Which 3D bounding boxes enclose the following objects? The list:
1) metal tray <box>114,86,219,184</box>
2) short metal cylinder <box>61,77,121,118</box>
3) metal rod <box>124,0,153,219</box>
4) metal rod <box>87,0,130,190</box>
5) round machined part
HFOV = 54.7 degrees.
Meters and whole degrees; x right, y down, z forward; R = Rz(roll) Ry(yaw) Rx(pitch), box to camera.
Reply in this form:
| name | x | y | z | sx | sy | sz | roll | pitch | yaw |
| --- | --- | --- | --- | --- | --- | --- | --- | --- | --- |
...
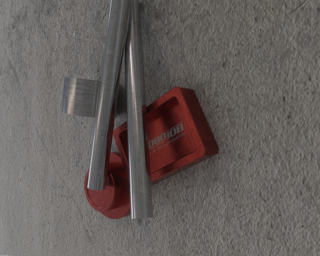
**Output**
| name | x | y | z | sx | sy | sz | roll | pitch | yaw |
| --- | --- | --- | --- | --- | --- | --- | --- | --- | --- |
| metal tray | 0.001 | 0.017 | 0.400 | 0.130 | 0.030 | 0.090 | -32 | 70 | 35 |
| short metal cylinder | -0.100 | -0.044 | 0.452 | 0.080 | 0.081 | 0.050 | 12 | 98 | 39 |
| metal rod | -0.031 | -0.040 | 0.394 | 0.025 | 0.025 | 0.299 | -19 | 67 | 38 |
| metal rod | -0.065 | -0.066 | 0.407 | 0.025 | 0.025 | 0.298 | 12 | 97 | 39 |
| round machined part | -0.074 | 0.085 | 0.455 | 0.098 | 0.042 | 0.097 | 0 | 90 | 40 |
